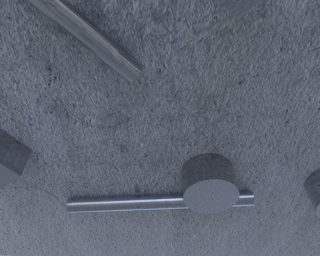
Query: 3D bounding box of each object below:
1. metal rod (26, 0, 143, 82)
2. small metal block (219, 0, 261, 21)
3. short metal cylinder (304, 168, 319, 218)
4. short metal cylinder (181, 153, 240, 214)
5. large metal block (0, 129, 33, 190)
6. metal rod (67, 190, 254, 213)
[{"bbox_3d":[-0.134,-0.142,0.284,0.301,0.025,0.025,37,121,-28],"label":"metal rod"},{"bbox_3d":[0.078,-0.132,0.279,0.025,0.050,0.050,37,121,-27],"label":"small metal block"},{"bbox_3d":[0.274,0.101,0.480,0.081,0.050,0.079,0,130,0],"label":"short metal cylinder"},{"bbox_3d":[0.073,0.083,0.463,0.081,0.050,0.079,0,130,0],"label":"short metal cylinder"},{"bbox_3d":[-0.241,0.043,0.425,0.080,0.050,0.080,-31,124,23],"label":"large metal block"},{"bbox_3d":[0.000,0.122,0.510,0.302,0.025,0.025,-3,130,2],"label":"metal rod"}]
